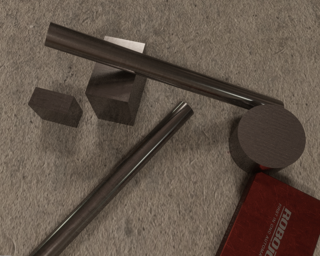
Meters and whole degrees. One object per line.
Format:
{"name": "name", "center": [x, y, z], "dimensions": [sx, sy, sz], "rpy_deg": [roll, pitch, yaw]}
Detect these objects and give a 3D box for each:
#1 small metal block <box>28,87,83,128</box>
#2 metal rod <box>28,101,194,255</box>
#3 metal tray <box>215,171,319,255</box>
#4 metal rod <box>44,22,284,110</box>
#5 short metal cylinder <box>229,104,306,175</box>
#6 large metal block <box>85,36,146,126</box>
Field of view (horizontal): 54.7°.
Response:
{"name": "small metal block", "center": [-0.134, -0.026, 0.403], "dimensions": [0.050, 0.050, 0.025], "rpy_deg": [14, 71, 5]}
{"name": "metal rod", "center": [-0.065, 0.077, 0.379], "dimensions": [0.025, 0.025, 0.301], "rpy_deg": [41, 74, 13]}
{"name": "metal tray", "center": [0.127, 0.128, 0.360], "dimensions": [0.090, 0.030, 0.130], "rpy_deg": [27, 72, 9]}
{"name": "metal rod", "center": [0.023, -0.060, 0.367], "dimensions": [0.302, 0.025, 0.025], "rpy_deg": [14, 69, -21]}
{"name": "short metal cylinder", "center": [0.132, 0.017, 0.390], "dimensions": [0.081, 0.050, 0.080], "rpy_deg": [0, 70, -1]}
{"name": "large metal block", "center": [-0.052, -0.057, 0.399], "dimensions": [0.050, 0.080, 0.080], "rpy_deg": [12, 71, 4]}
